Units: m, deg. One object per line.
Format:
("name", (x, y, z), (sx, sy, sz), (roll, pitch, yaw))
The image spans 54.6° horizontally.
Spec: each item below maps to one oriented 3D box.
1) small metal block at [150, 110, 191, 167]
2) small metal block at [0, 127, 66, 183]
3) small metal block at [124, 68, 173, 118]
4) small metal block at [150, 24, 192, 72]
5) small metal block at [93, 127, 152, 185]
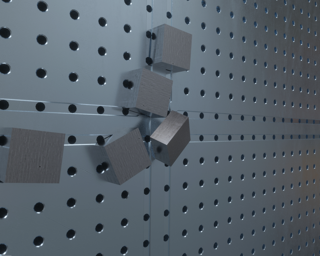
("small metal block", (0.015, 0.014, 0.406), (0.050, 0.025, 0.050), (-51, 151, -28))
("small metal block", (-0.125, 0.027, 0.304), (0.050, 0.025, 0.050), (9, 84, -40))
("small metal block", (-0.014, -0.043, 0.396), (0.050, 0.025, 0.050), (17, 80, -39))
("small metal block", (0.015, -0.107, 0.421), (0.050, 0.025, 0.050), (7, 86, -40))
("small metal block", (-0.044, 0.032, 0.372), (0.050, 0.025, 0.050), (-31, 109, -36))
